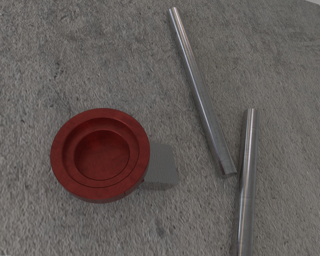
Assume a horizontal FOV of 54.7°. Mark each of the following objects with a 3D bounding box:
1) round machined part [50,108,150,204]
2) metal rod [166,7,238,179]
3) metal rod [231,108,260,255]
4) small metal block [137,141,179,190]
[{"bbox_3d":[-0.060,0.031,0.327,0.099,0.042,0.098,1,64,-3],"label":"round machined part"},{"bbox_3d":[0.057,-0.068,0.475,0.025,0.025,0.299,0,62,-28],"label":"metal rod"},{"bbox_3d":[0.113,0.093,0.407,0.025,0.025,0.300,26,53,-13],"label":"metal rod"},{"bbox_3d":[-0.009,0.045,0.365,0.050,0.025,0.050,13,55,-38],"label":"small metal block"}]
